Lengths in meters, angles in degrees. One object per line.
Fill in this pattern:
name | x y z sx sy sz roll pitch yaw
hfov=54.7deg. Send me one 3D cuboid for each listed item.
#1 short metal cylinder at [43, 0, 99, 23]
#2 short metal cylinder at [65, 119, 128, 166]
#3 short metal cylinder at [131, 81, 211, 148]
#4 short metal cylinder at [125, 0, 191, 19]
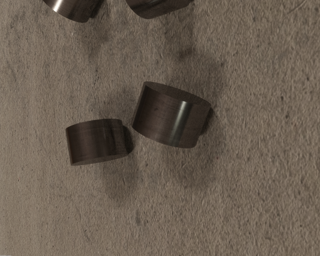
short metal cylinder | -0.136 -0.209 0.478 0.050 0.081 0.080 -50 61 28
short metal cylinder | -0.089 0.021 0.440 0.080 0.081 0.050 -18 79 38
short metal cylinder | 0.012 -0.017 0.357 0.080 0.081 0.050 30 109 35
short metal cylinder | -0.003 -0.177 0.370 0.050 0.081 0.079 -3 88 40
